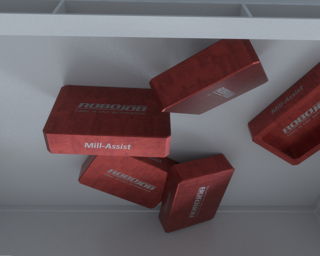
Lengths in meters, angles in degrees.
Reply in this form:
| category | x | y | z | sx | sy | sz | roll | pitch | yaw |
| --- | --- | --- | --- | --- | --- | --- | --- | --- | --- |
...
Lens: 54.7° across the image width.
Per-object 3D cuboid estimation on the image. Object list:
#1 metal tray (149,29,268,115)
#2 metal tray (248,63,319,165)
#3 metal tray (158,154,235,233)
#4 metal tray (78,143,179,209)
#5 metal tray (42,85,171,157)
| category | x | y | z | sx | sy | sz | roll | pitch | yaw |
| --- | --- | --- | --- | --- | --- | --- | --- | --- | --- |
| metal tray | 0.057 | -0.047 | 0.312 | 0.090 | 0.131 | 0.030 | -26 | 81 | 20 |
| metal tray | 0.191 | -0.014 | 0.396 | 0.090 | 0.030 | 0.129 | 29 | 124 | -23 |
| metal tray | 0.052 | 0.102 | 0.472 | 0.091 | 0.030 | 0.129 | -10 | 134 | -22 |
| metal tray | -0.043 | 0.068 | 0.463 | 0.131 | 0.030 | 0.090 | 26 | 125 | -21 |
| metal tray | -0.055 | -0.010 | 0.356 | 0.131 | 0.090 | 0.030 | 2 | 130 | -3 |
